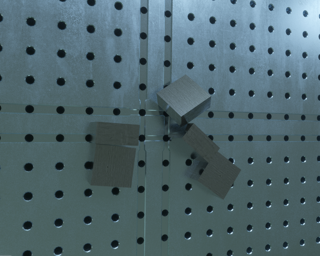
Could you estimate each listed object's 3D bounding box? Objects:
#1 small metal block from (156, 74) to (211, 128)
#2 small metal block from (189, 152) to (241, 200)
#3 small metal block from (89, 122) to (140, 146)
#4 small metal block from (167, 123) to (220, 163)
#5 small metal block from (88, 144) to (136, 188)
[{"bbox_3d":[0.032,-0.037,0.411,0.050,0.025,0.050,-35,61,-17],"label":"small metal block"},{"bbox_3d":[0.079,0.066,0.444,0.050,0.025,0.050,38,78,-17],"label":"small metal block"},{"bbox_3d":[-0.057,0.007,0.379,0.050,0.050,0.025,4,89,-20],"label":"small metal block"},{"bbox_3d":[0.044,0.019,0.417,0.050,0.050,0.025,42,77,-16],"label":"small metal block"},{"bbox_3d":[-0.061,0.047,0.391,0.050,0.025,0.050,8,87,-20],"label":"small metal block"}]
